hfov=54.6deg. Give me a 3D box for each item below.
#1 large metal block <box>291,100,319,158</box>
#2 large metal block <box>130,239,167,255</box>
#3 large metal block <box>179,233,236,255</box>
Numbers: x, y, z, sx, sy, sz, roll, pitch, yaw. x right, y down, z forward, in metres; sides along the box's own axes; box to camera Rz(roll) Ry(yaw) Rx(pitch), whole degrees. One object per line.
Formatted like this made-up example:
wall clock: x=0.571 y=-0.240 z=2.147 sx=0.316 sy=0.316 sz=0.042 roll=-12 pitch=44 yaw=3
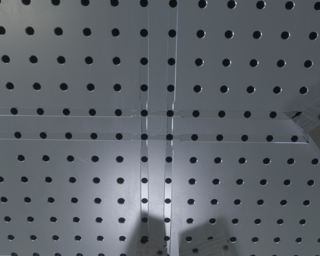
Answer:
large metal block: x=0.236 y=0.002 z=0.402 sx=0.080 sy=0.050 sz=0.080 roll=-38 pitch=106 yaw=13
large metal block: x=-0.026 y=0.233 z=0.469 sx=0.050 sy=0.080 sz=0.080 roll=20 pitch=109 yaw=-7
large metal block: x=0.084 y=0.224 z=0.483 sx=0.080 sy=0.050 sz=0.080 roll=-24 pitch=108 yaw=8
